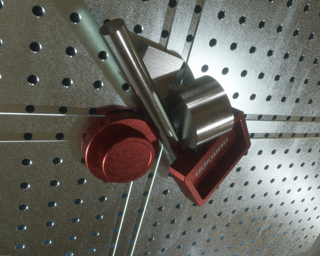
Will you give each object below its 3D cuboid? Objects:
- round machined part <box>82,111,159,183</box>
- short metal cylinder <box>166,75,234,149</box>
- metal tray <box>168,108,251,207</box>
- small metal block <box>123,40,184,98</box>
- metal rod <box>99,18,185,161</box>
[{"bbox_3d":[-0.045,0.031,0.395,0.099,0.042,0.097,-14,125,-21],"label":"round machined part"},{"bbox_3d":[0.048,-0.021,0.391,0.050,0.080,0.080,-23,127,-15],"label":"short metal cylinder"},{"bbox_3d":[0.078,0.041,0.450,0.130,0.030,0.090,-47,139,-16],"label":"metal tray"},{"bbox_3d":[-0.008,-0.069,0.366,0.050,0.025,0.050,14,111,-34],"label":"small metal block"},{"bbox_3d":[0.004,-0.002,0.392,0.025,0.025,0.299,-35,137,-6],"label":"metal rod"}]
